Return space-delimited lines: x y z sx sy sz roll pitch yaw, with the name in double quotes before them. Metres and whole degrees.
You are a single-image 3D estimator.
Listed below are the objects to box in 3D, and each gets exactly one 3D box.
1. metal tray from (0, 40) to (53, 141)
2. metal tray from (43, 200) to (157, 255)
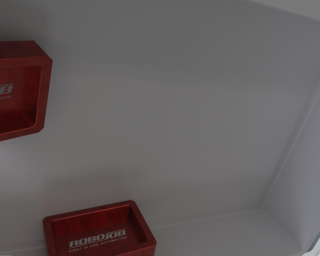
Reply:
"metal tray" -0.163 -0.025 0.262 0.131 0.030 0.089 -17 141 -42
"metal tray" -0.081 0.148 0.413 0.131 0.090 0.030 -6 121 -26
